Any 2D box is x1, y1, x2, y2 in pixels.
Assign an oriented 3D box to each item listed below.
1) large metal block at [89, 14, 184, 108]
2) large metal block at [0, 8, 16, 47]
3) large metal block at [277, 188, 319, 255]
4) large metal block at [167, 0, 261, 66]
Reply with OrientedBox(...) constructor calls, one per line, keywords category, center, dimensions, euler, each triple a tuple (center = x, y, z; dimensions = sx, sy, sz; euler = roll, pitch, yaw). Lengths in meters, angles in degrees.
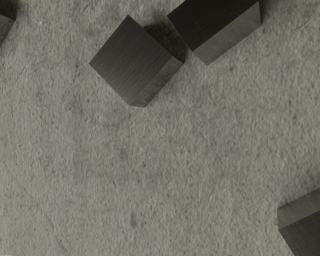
OrientedBox(category="large metal block", center=(-0.030, -0.084, 0.405), dimensions=(0.080, 0.050, 0.080), euler=(46, 104, 14))
OrientedBox(category="large metal block", center=(-0.296, -0.168, 0.498), dimensions=(0.080, 0.050, 0.080), euler=(40, 102, 15))
OrientedBox(category="large metal block", center=(0.172, 0.098, 0.319), dimensions=(0.080, 0.080, 0.050), euler=(-33, 80, 16))
OrientedBox(category="large metal block", center=(0.066, -0.123, 0.356), dimensions=(0.080, 0.080, 0.050), euler=(-35, 79, 16))
